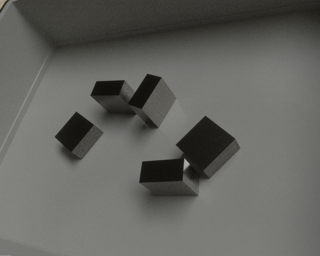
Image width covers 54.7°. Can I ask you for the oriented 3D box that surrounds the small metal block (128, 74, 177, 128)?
[{"bbox_3d":[-0.009,-0.036,0.417,0.025,0.050,0.050,21,73,36],"label":"small metal block"}]

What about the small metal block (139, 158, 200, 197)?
[{"bbox_3d":[0.012,0.057,0.348,0.050,0.050,0.025,-7,59,24],"label":"small metal block"}]

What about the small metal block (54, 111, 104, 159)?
[{"bbox_3d":[-0.121,0.010,0.463,0.050,0.025,0.050,32,79,38],"label":"small metal block"}]

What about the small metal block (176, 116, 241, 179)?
[{"bbox_3d":[0.056,0.022,0.363,0.050,0.025,0.050,-44,51,-3],"label":"small metal block"}]

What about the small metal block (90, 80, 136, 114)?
[{"bbox_3d":[-0.063,-0.044,0.450,0.050,0.050,0.025,3,63,29],"label":"small metal block"}]
